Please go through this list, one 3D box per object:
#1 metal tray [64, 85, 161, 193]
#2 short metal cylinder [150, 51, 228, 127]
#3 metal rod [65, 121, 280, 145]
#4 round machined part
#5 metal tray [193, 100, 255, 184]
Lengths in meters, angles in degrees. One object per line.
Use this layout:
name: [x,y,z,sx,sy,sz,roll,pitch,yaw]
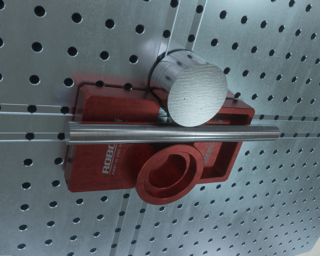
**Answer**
metal tray: [-0.060,0.016,0.379,0.091,0.030,0.129,3,117,-30]
short metal cylinder: [0.035,-0.048,0.379,0.081,0.050,0.079,-14,124,-21]
metal rod: [0.037,0.006,0.391,0.303,0.025,0.025,0,118,-29]
round machined part: [0.007,0.053,0.420,0.099,0.042,0.097,-14,124,-21]
metal tray: [0.077,0.022,0.459,0.091,0.030,0.129,1,118,-29]
